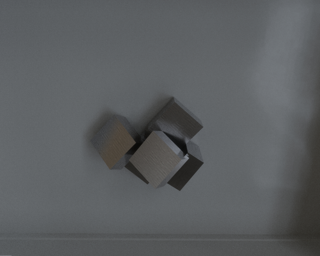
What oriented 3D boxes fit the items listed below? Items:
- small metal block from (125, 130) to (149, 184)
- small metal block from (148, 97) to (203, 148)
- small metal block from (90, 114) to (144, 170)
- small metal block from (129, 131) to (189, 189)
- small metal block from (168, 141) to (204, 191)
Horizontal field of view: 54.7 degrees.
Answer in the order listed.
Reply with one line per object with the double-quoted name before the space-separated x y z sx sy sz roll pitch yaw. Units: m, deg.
"small metal block" -0.019 0.040 0.424 0.050 0.025 0.050 40 105 -14
"small metal block" 0.020 -0.004 0.408 0.050 0.025 0.050 40 105 -14
"small metal block" -0.055 0.019 0.403 0.050 0.025 0.050 -46 66 15
"small metal block" -0.002 0.039 0.384 0.050 0.025 0.050 45 106 20
"small metal block" 0.030 0.047 0.414 0.025 0.050 0.050 34 106 -12
